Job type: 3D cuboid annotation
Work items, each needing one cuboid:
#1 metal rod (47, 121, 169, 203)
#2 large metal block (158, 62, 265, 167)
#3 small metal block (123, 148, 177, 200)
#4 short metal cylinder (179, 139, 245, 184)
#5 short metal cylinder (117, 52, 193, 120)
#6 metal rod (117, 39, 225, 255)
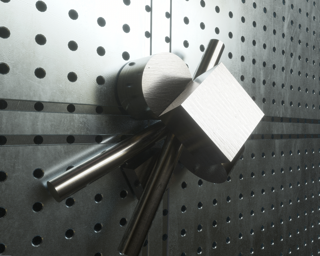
[{"bbox_3d":[-0.002,0.005,0.403,0.302,0.025,0.025,-29,109,-36],"label":"metal rod"},{"bbox_3d":[0.060,-0.014,0.356,0.080,0.050,0.080,48,61,-10],"label":"large metal block"},{"bbox_3d":[-0.012,0.059,0.395,0.050,0.025,0.050,-35,112,-35],"label":"small metal block"},{"bbox_3d":[0.068,0.031,0.427,0.050,0.080,0.080,-50,120,-27],"label":"short metal cylinder"},{"bbox_3d":[-0.005,-0.050,0.384,0.081,0.050,0.079,0,90,-40],"label":"short metal cylinder"},{"bbox_3d":[0.022,0.011,0.391,0.025,0.025,0.300,38,67,-34],"label":"metal rod"}]
